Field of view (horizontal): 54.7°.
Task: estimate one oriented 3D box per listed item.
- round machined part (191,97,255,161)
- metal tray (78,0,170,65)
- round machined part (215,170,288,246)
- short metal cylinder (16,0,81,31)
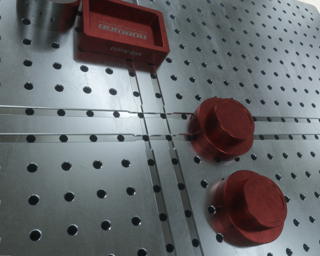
[{"bbox_3d":[0.099,-0.005,0.456,0.099,0.042,0.098,14,56,-21],"label":"round machined part"},{"bbox_3d":[-0.054,-0.150,0.467,0.131,0.030,0.090,5,59,-26],"label":"metal tray"},{"bbox_3d":[0.126,0.100,0.406,0.099,0.042,0.098,14,56,-21],"label":"round machined part"},{"bbox_3d":[-0.150,-0.180,0.422,0.081,0.050,0.080,14,56,-21],"label":"short metal cylinder"}]
